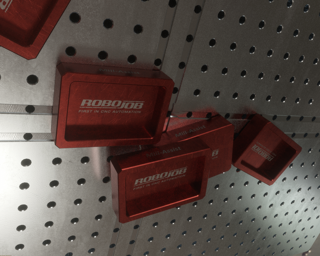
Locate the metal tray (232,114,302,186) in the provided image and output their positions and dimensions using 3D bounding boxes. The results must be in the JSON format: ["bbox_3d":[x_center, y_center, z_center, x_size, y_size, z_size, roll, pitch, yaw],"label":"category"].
[{"bbox_3d":[0.180,0.041,0.533,0.131,0.030,0.090,29,102,-39],"label":"metal tray"}]

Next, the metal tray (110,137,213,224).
[{"bbox_3d":[0.003,0.068,0.413,0.131,0.030,0.089,-11,123,-23],"label":"metal tray"}]

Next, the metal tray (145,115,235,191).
[{"bbox_3d":[0.046,0.041,0.461,0.131,0.030,0.089,-17,126,-19],"label":"metal tray"}]

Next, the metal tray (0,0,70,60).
[{"bbox_3d":[-0.118,-0.135,0.259,0.090,0.030,0.130,27,103,-38],"label":"metal tray"}]

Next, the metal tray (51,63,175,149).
[{"bbox_3d":[-0.055,-0.024,0.364,0.131,0.030,0.089,-1,119,-29],"label":"metal tray"}]
